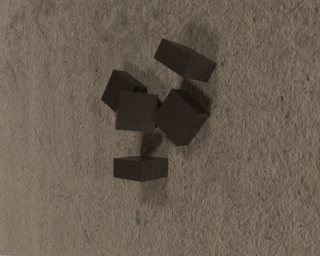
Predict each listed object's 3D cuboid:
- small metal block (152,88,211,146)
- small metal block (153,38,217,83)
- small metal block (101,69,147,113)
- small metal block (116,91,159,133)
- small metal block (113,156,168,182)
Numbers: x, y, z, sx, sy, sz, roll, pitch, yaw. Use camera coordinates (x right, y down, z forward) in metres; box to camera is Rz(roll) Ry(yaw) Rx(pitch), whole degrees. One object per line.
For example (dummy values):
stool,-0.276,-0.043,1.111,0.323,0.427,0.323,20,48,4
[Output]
small metal block,0.025,-0.013,0.383,0.050,0.025,0.050,47,118,29
small metal block,0.030,-0.079,0.363,0.050,0.050,0.025,40,114,32
small metal block,-0.053,-0.049,0.446,0.050,0.025,0.050,40,114,32
small metal block,-0.031,-0.022,0.409,0.025,0.050,0.050,-152,67,-76
small metal block,-0.025,0.052,0.407,0.050,0.050,0.025,1,91,39
